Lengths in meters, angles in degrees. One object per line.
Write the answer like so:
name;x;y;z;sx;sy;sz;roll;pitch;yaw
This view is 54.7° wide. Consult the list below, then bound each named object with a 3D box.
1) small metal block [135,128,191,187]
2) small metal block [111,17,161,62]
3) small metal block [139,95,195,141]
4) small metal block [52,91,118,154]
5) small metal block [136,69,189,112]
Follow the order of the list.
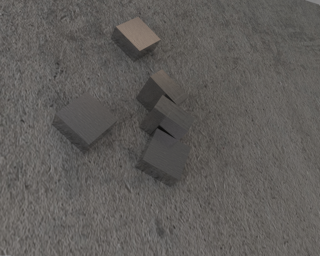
small metal block;0.004;0.036;0.384;0.050;0.025;0.050;31;52;-9
small metal block;-0.036;-0.134;0.466;0.050;0.025;0.050;46;51;4
small metal block;0.008;-0.007;0.396;0.050;0.050;0.025;35;51;-5
small metal block;-0.087;-0.007;0.361;0.050;0.025;0.050;43;51;1
small metal block;0.002;-0.041;0.413;0.050;0.050;0.025;47;51;5
